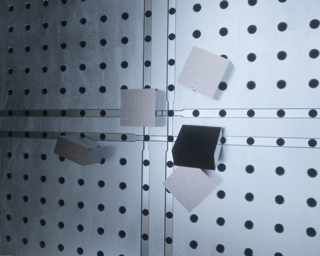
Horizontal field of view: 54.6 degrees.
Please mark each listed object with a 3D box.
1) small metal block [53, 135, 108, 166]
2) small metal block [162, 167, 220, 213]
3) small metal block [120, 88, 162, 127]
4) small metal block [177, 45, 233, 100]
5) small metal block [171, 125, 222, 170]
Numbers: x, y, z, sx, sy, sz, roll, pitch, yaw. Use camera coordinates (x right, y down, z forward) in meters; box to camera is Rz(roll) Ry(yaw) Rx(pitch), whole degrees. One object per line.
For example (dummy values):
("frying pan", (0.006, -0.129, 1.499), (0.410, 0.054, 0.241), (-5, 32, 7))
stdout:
("small metal block", (-0.111, 0.030, 0.439), (0.050, 0.050, 0.025), (20, 97, 19))
("small metal block", (0.040, 0.071, 0.399), (0.050, 0.025, 0.050), (45, 104, 14))
("small metal block", (-0.025, -0.027, 0.422), (0.050, 0.025, 0.050), (1, 90, 20))
("small metal block", (0.057, -0.069, 0.393), (0.050, 0.025, 0.050), (27, 99, 18))
("small metal block", (0.047, 0.023, 0.381), (0.050, 0.050, 0.025), (5, 130, 20))
